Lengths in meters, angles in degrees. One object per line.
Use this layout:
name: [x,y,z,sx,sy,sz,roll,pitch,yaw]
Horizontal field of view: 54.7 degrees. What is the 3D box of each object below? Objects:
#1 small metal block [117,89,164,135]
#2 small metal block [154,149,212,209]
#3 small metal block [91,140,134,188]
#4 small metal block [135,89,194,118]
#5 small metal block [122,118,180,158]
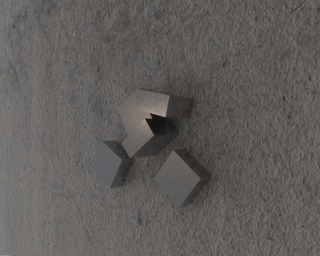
small metal block: [-0.027,-0.019,0.427,0.050,0.025,0.050,-37,68,34]
small metal block: [0.027,0.061,0.383,0.050,0.025,0.050,46,117,30]
small metal block: [-0.071,0.053,0.464,0.050,0.025,0.050,37,113,33]
small metal block: [0.006,-0.030,0.384,0.050,0.050,0.025,17,101,38]
small metal block: [-0.012,0.013,0.399,0.050,0.050,0.025,-44,64,31]
